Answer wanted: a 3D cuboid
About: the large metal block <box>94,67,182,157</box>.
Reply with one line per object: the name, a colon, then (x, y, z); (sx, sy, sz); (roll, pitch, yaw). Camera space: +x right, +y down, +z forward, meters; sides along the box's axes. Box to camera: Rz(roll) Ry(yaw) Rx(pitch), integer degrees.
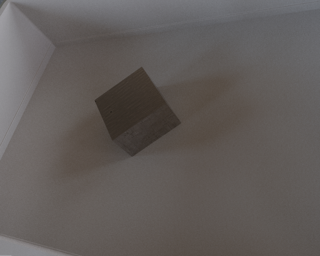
large metal block: (-0.031, -0.022, 0.418); (0.080, 0.050, 0.080); (-35, 52, 5)
